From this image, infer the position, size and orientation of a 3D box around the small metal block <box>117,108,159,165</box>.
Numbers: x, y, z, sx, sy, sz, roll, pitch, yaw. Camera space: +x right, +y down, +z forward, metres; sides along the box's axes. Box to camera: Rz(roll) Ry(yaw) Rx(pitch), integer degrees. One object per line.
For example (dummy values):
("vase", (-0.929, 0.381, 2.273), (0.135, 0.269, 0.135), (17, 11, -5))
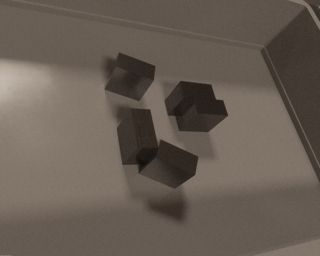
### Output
("small metal block", (-0.028, 0.011, 0.369), (0.025, 0.050, 0.050), (2, 61, -28))

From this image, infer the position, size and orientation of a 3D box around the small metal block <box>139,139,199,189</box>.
("small metal block", (0.010, 0.045, 0.369), (0.050, 0.050, 0.025), (25, 53, -13))

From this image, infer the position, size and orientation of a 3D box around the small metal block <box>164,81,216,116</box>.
("small metal block", (0.042, -0.039, 0.438), (0.050, 0.050, 0.025), (2, 61, -28))

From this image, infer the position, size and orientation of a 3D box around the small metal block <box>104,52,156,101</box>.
("small metal block", (-0.040, -0.066, 0.410), (0.050, 0.050, 0.025), (17, 55, -19))

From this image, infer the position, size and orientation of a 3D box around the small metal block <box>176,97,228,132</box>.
("small metal block", (0.057, -0.017, 0.433), (0.050, 0.050, 0.025), (2, 61, -28))
